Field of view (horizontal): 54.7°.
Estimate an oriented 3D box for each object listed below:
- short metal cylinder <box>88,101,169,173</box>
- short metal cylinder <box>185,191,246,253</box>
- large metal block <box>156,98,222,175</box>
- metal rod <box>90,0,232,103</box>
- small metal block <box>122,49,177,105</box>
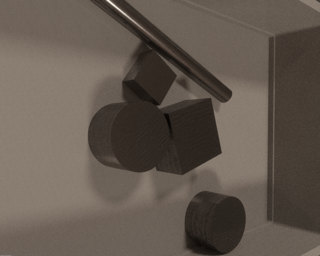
[{"bbox_3d":[-0.036,0.009,0.362,0.081,0.050,0.079,0,90,-40],"label":"short metal cylinder"},{"bbox_3d":[0.083,0.138,0.463,0.081,0.050,0.079,0,90,-40],"label":"short metal cylinder"},{"bbox_3d":[0.032,0.009,0.420,0.081,0.050,0.079,-22,104,-38],"label":"large metal block"},{"bbox_3d":[0.000,-0.112,0.408,0.301,0.025,0.025,30,71,-36],"label":"metal rod"},{"bbox_3d":[-0.012,-0.064,0.398,0.050,0.025,0.050,43,64,-32],"label":"small metal block"}]
